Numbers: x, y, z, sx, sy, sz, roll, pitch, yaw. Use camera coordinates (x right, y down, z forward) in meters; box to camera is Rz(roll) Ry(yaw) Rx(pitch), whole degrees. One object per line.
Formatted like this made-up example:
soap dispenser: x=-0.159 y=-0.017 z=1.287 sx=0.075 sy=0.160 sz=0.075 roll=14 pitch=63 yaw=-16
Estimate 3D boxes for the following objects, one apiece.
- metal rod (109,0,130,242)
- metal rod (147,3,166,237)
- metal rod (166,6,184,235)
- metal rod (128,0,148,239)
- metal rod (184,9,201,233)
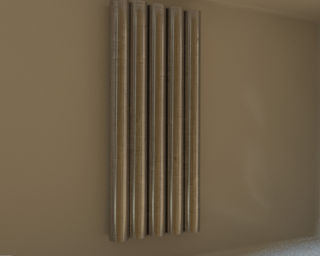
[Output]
metal rod: x=-0.051 y=-0.010 z=0.390 sx=0.025 sy=0.025 sz=0.298 roll=0 pitch=90 yaw=-20
metal rod: x=-0.005 y=-0.010 z=0.407 sx=0.025 sy=0.025 sz=0.298 roll=0 pitch=90 yaw=-20
metal rod: x=0.020 y=-0.010 z=0.416 sx=0.025 sy=0.025 sz=0.298 roll=0 pitch=90 yaw=-20
metal rod: x=-0.029 y=-0.010 z=0.399 sx=0.025 sy=0.025 sz=0.298 roll=0 pitch=90 yaw=-20
metal rod: x=0.043 y=-0.009 z=0.425 sx=0.025 sy=0.025 sz=0.298 roll=0 pitch=90 yaw=-20
